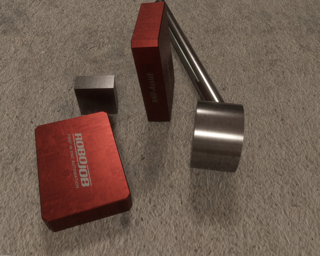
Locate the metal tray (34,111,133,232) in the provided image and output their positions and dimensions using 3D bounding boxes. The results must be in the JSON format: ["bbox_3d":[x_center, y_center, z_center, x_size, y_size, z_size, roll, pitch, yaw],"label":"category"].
[{"bbox_3d":[-0.092,0.044,0.362,0.091,0.030,0.130,-14,51,-12],"label":"metal tray"}]

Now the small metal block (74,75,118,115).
[{"bbox_3d":[-0.085,-0.044,0.423,0.050,0.050,0.025,-2,50,-2],"label":"small metal block"}]

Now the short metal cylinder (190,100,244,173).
[{"bbox_3d":[0.064,0.009,0.361,0.050,0.080,0.080,6,50,5],"label":"short metal cylinder"}]

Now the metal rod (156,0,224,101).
[{"bbox_3d":[0.041,-0.130,0.512,0.025,0.025,0.300,-12,51,-10],"label":"metal rod"}]

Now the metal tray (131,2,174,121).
[{"bbox_3d":[-0.004,-0.082,0.402,0.030,0.129,0.090,0,50,9],"label":"metal tray"}]
